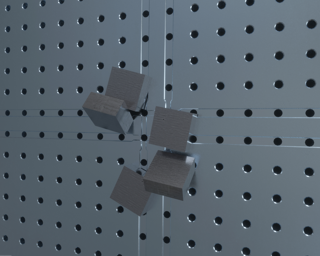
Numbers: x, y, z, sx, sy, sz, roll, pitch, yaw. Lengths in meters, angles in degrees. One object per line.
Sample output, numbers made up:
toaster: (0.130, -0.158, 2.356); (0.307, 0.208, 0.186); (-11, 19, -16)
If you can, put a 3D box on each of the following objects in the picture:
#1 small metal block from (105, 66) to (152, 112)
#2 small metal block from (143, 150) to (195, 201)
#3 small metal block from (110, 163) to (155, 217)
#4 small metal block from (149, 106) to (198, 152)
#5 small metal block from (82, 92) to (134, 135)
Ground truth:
small metal block: (-0.045, -0.053, 0.427); (0.050, 0.025, 0.050); (17, 96, 18)
small metal block: (0.013, 0.059, 0.392); (0.050, 0.050, 0.025); (11, 135, 19)
small metal block: (-0.033, 0.084, 0.423); (0.050, 0.025, 0.050); (27, 99, 17)
small metal block: (0.017, 0.001, 0.406); (0.050, 0.025, 0.050); (12, 94, 19)
small metal block: (-0.069, -0.019, 0.420); (0.050, 0.050, 0.025); (16, 65, 19)
